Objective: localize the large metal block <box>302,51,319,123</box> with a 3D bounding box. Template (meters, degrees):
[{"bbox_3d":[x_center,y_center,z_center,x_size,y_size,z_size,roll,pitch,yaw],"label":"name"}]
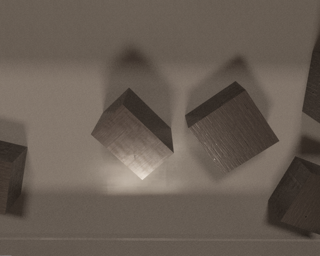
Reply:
[{"bbox_3d":[0.218,-0.046,0.368,0.050,0.080,0.079,0,110,-1],"label":"large metal block"}]

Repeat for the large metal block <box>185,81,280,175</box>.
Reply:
[{"bbox_3d":[0.090,-0.001,0.399,0.080,0.050,0.080,-35,107,11],"label":"large metal block"}]

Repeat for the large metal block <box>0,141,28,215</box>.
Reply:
[{"bbox_3d":[-0.234,0.061,0.417,0.081,0.050,0.079,14,109,-6],"label":"large metal block"}]

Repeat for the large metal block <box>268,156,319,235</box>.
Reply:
[{"bbox_3d":[0.216,0.097,0.437,0.080,0.050,0.079,21,109,-8],"label":"large metal block"}]

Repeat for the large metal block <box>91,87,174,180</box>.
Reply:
[{"bbox_3d":[-0.030,0.004,0.383,0.050,0.080,0.080,-42,105,14],"label":"large metal block"}]
